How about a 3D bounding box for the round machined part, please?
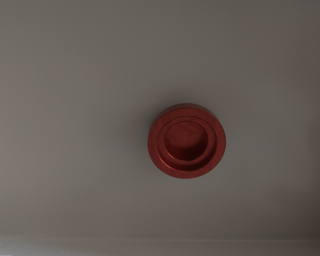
[{"bbox_3d":[0.034,0.014,0.407,0.099,0.042,0.097,0,110,0],"label":"round machined part"}]
